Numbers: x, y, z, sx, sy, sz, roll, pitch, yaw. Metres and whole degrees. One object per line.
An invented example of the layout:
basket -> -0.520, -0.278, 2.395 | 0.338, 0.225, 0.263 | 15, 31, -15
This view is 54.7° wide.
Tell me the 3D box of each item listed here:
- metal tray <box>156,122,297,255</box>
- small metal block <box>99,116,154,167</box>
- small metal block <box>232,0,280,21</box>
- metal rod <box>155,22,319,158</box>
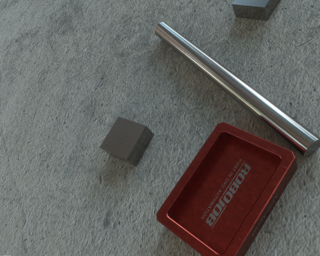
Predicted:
metal tray -> 0.069, 0.066, 0.323 | 0.090, 0.030, 0.130 | 28, 76, 37
small metal block -> -0.044, 0.017, 0.415 | 0.050, 0.025, 0.050 | 18, 71, 34
small metal block -> 0.140, -0.184, 0.443 | 0.050, 0.025, 0.050 | 23, 74, 36
metal rod -> 0.078, -0.069, 0.404 | 0.025, 0.025, 0.300 | -40, 51, 0
